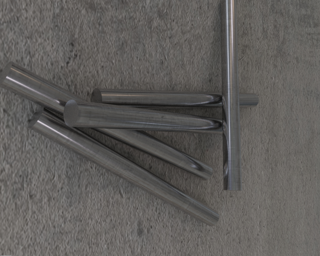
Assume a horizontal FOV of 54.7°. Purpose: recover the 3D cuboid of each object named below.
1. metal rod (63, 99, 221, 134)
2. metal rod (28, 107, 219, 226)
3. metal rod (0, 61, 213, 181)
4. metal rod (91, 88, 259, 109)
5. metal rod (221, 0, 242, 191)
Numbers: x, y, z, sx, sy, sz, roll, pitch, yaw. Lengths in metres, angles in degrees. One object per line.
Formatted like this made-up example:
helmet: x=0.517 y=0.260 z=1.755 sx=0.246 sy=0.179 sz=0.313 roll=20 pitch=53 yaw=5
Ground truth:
metal rod: x=0.020 y=-0.007 z=0.394 sx=0.302 sy=0.025 sz=0.025 roll=4 pitch=88 yaw=-48
metal rod: x=-0.021 y=0.063 z=0.386 sx=0.301 sy=0.025 sz=0.025 roll=36 pitch=68 yaw=-34
metal rod: x=-0.034 y=0.009 z=0.367 sx=0.301 sy=0.025 sz=0.025 roll=29 pitch=72 yaw=-39
metal rod: x=0.045 y=-0.040 z=0.442 sx=0.302 sy=0.025 sz=0.025 roll=-4 pitch=93 yaw=-40
metal rod: x=0.105 y=-0.059 z=0.461 sx=0.025 sy=0.025 sz=0.299 roll=14 pitch=72 yaw=-39
